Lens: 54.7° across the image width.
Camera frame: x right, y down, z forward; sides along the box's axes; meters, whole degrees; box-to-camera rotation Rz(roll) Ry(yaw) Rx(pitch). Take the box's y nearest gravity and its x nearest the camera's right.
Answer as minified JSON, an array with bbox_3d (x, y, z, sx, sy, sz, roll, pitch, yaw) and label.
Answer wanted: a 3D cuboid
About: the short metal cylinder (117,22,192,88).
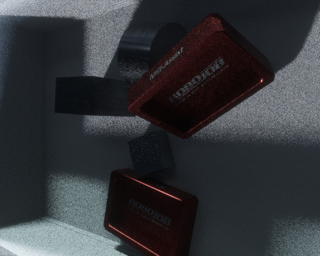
[{"bbox_3d":[-0.004,-0.086,0.373,0.050,0.081,0.079,17,101,38],"label":"short metal cylinder"}]

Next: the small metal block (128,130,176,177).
[{"bbox_3d":[-0.012,0.035,0.415,0.050,0.025,0.050,-23,75,37],"label":"small metal block"}]

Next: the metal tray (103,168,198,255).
[{"bbox_3d":[-0.018,0.115,0.415,0.130,0.030,0.089,15,100,38],"label":"metal tray"}]

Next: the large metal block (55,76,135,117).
[{"bbox_3d":[-0.092,-0.044,0.444,0.080,0.081,0.050,6,94,39],"label":"large metal block"}]

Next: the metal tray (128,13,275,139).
[{"bbox_3d":[0.039,-0.045,0.328,0.130,0.090,0.030,-37,41,33],"label":"metal tray"}]
